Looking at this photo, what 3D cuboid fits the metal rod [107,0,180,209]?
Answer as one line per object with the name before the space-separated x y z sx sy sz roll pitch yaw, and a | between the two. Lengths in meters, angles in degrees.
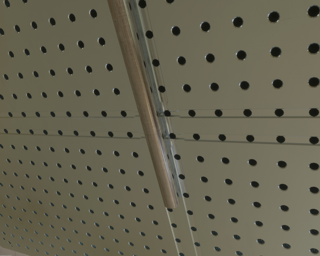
metal rod | -0.014 -0.016 0.410 0.025 0.025 0.298 0 119 28
